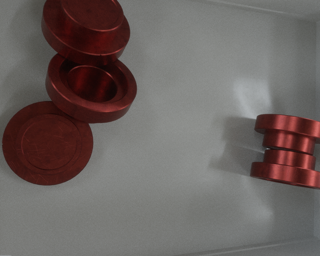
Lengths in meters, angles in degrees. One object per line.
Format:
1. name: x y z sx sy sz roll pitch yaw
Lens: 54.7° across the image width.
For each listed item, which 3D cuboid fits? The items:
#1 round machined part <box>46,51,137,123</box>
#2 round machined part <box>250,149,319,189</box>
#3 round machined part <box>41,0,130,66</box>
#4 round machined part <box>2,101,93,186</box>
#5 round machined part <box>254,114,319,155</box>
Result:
1. round machined part: -0.080 -0.044 0.355 0.099 0.042 0.098 16 47 -18
2. round machined part: 0.181 0.057 0.439 0.099 0.098 0.042 14 82 -20
3. round machined part: -0.080 -0.122 0.351 0.099 0.042 0.098 13 58 -21
4. round machined part: -0.126 0.018 0.355 0.099 0.042 0.097 0 90 -20
5. round machined part: 0.184 0.012 0.440 0.099 0.098 0.042 14 85 -20
